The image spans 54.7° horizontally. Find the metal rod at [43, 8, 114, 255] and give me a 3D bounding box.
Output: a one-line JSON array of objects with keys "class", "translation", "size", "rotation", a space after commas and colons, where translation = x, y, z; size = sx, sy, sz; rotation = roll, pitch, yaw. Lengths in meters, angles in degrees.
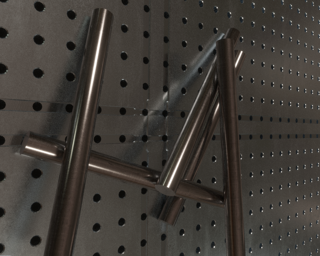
[{"class": "metal rod", "translation": [-0.080, 0.011, 0.307], "size": [0.025, 0.025, 0.299], "rotation": [21, 65, -38]}]

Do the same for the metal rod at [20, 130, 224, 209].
[{"class": "metal rod", "translation": [-0.011, 0.062, 0.378], "size": [0.302, 0.025, 0.025], "rotation": [22, 76, -31]}]

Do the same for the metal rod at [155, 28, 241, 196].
[{"class": "metal rod", "translation": [0.064, -0.042, 0.435], "size": [0.025, 0.025, 0.300], "rotation": [48, 52, -30]}]

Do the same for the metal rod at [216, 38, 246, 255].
[{"class": "metal rod", "translation": [0.097, 0.027, 0.425], "size": [0.025, 0.025, 0.298], "rotation": [2, 85, -40]}]

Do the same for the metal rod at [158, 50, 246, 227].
[{"class": "metal rod", "translation": [0.071, 0.003, 0.471], "size": [0.025, 0.025, 0.300], "rotation": [40, 65, -33]}]
